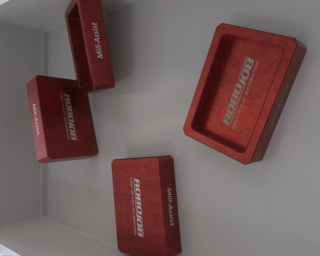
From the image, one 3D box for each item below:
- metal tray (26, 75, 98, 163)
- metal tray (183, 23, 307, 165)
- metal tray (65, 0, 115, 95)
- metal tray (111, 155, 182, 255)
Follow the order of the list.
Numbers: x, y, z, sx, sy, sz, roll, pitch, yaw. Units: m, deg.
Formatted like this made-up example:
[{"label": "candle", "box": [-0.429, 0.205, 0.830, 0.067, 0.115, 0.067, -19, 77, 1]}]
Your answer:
[{"label": "metal tray", "box": [-0.153, -0.014, 0.491, 0.030, 0.091, 0.129, -21, 77, 38]}, {"label": "metal tray", "box": [0.085, -0.037, 0.333, 0.090, 0.030, 0.129, 28, 107, 36]}, {"label": "metal tray", "box": [-0.105, -0.118, 0.455, 0.090, 0.030, 0.129, 1, 102, 62]}, {"label": "metal tray", "box": [-0.021, 0.105, 0.421, 0.090, 0.030, 0.129, -8, 85, 39]}]
